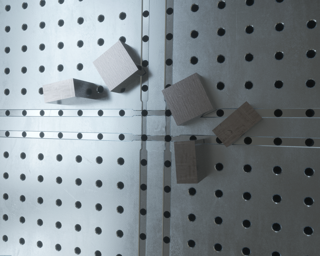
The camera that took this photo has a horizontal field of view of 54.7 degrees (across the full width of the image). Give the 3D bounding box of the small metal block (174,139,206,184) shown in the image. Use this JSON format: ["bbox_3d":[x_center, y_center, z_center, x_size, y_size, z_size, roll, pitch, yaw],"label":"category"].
[{"bbox_3d":[0.038,0.040,0.385,0.025,0.050,0.050,-5,89,20],"label":"small metal block"}]

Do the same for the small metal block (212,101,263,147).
[{"bbox_3d":[0.093,-0.004,0.366,0.050,0.050,0.025,-42,77,15],"label":"small metal block"}]

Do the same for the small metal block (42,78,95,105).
[{"bbox_3d":[-0.129,-0.051,0.443,0.050,0.050,0.025,-9,87,19],"label":"small metal block"}]

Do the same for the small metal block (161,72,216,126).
[{"bbox_3d":[0.038,-0.036,0.399,0.050,0.025,0.050,-26,82,17],"label":"small metal block"}]

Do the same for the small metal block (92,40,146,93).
[{"bbox_3d":[-0.057,-0.084,0.432,0.050,0.025,0.050,-35,79,16],"label":"small metal block"}]
